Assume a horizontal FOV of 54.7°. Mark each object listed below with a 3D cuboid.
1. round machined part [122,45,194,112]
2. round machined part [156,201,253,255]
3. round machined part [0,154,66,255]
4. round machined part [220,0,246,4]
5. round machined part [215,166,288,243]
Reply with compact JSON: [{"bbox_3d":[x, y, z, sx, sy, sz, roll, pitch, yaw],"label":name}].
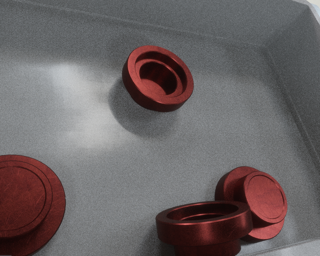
[{"bbox_3d":[-0.006,-0.063,0.430,0.099,0.042,0.098,14,56,-21],"label":"round machined part"},{"bbox_3d":[0.047,0.108,0.323,0.099,0.098,0.042,-6,86,-31],"label":"round machined part"},{"bbox_3d":[-0.136,0.068,0.280,0.099,0.042,0.098,14,56,-21],"label":"round machined part"},{"bbox_3d":[0.147,-0.306,0.662,0.099,0.042,0.098,14,56,-21],"label":"round machined part"},{"bbox_3d":[0.125,0.095,0.404,0.099,0.042,0.098,14,56,-21],"label":"round machined part"}]
